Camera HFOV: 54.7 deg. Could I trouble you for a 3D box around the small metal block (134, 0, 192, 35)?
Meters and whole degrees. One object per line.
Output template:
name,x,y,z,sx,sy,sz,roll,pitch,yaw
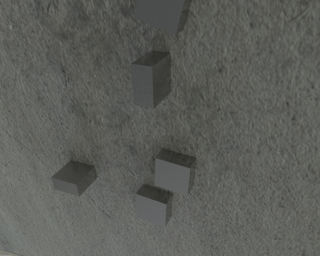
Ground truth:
small metal block,0.005,-0.132,0.322,0.050,0.025,0.050,25,127,12

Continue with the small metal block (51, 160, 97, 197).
small metal block,-0.141,0.082,0.514,0.050,0.050,0.025,10,123,22

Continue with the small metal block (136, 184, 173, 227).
small metal block,-0.009,0.121,0.485,0.050,0.025,0.050,14,124,19

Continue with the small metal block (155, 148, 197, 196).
small metal block,0.021,0.062,0.433,0.050,0.025,0.050,15,125,19

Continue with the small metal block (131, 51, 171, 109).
small metal block,-0.009,-0.057,0.359,0.025,0.050,0.050,12,124,21
